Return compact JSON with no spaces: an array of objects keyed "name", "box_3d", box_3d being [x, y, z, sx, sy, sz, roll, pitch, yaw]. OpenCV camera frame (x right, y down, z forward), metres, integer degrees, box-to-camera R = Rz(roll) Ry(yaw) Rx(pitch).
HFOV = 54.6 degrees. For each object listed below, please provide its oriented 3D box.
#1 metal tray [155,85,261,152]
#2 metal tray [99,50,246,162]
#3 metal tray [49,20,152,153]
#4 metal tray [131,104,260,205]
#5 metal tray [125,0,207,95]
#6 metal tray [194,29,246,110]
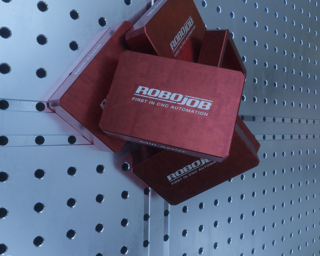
[{"name":"metal tray","box_3d":[0.065,-0.003,0.418,0.130,0.090,0.030,46,63,-31]},{"name":"metal tray","box_3d":[0.013,-0.024,0.321,0.030,0.130,0.090,67,37,-75]},{"name":"metal tray","box_3d":[-0.052,-0.048,0.361,0.090,0.030,0.130,47,62,-31]},{"name":"metal tray","box_3d":[0.042,0.038,0.381,0.090,0.130,0.030,46,24,-30]},{"name":"metal tray","box_3d":[0.018,-0.114,0.395,0.090,0.030,0.130,56,44,-29]},{"name":"metal tray","box_3d":[0.090,-0.070,0.448,0.130,0.030,0.090,33,68,-59]}]
